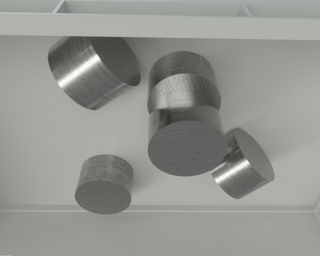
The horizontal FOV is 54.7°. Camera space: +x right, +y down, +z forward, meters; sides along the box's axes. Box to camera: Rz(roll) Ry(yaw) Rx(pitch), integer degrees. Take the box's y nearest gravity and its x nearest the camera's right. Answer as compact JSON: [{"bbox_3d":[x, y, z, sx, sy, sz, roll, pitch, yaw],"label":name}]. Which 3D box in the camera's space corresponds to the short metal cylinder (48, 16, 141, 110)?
[{"bbox_3d":[-0.065,-0.065,0.317,0.050,0.080,0.080,-29,125,22],"label":"short metal cylinder"}]

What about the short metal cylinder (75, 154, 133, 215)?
[{"bbox_3d":[-0.082,0.085,0.464,0.081,0.050,0.079,0,130,0],"label":"short metal cylinder"}]

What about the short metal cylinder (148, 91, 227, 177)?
[{"bbox_3d":[0.028,0.007,0.334,0.081,0.050,0.079,0,131,0],"label":"short metal cylinder"}]

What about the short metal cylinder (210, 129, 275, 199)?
[{"bbox_3d":[0.107,0.048,0.415,0.080,0.080,0.050,35,122,-26],"label":"short metal cylinder"}]

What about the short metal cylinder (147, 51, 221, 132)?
[{"bbox_3d":[0.026,-0.041,0.358,0.081,0.050,0.079,-1,130,0],"label":"short metal cylinder"}]
